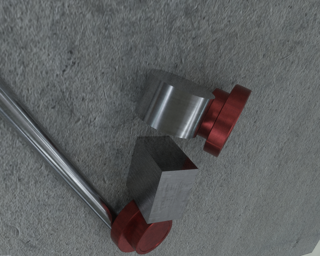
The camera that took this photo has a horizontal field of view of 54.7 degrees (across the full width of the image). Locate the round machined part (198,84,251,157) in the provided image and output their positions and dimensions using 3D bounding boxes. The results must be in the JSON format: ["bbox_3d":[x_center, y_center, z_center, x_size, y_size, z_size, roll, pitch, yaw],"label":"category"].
[{"bbox_3d":[0.079,-0.014,0.409,0.098,0.042,0.098,-57,166,-22],"label":"round machined part"}]

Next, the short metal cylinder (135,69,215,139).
[{"bbox_3d":[0.017,-0.029,0.362,0.081,0.080,0.050,10,113,-33],"label":"short metal cylinder"}]

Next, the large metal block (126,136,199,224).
[{"bbox_3d":[-0.001,0.065,0.411,0.050,0.080,0.079,0,118,-29],"label":"large metal block"}]

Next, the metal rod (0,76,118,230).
[{"bbox_3d":[-0.122,0.034,0.361,0.025,0.025,0.299,-33,129,-7],"label":"metal rod"}]

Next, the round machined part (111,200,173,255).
[{"bbox_3d":[-0.020,0.146,0.458,0.099,0.042,0.097,-29,137,-30],"label":"round machined part"}]
